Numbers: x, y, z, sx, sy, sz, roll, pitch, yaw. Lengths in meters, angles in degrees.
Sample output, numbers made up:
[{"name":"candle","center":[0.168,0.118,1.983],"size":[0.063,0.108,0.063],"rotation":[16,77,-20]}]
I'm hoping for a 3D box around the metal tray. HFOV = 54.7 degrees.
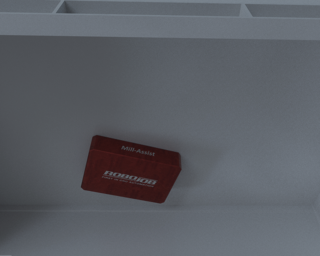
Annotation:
[{"name":"metal tray","center":[-0.044,0.065,0.460],"size":[0.131,0.030,0.089],"rotation":[13,129,-12]}]
